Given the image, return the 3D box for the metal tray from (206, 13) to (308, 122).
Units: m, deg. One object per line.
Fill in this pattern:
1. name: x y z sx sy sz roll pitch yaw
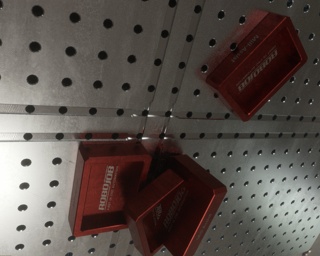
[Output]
1. metal tray: 0.138 -0.082 0.435 0.130 0.030 0.090 -46 130 4

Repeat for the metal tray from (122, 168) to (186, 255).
1. metal tray: -0.002 0.130 0.459 0.091 0.030 0.129 -35 142 -25

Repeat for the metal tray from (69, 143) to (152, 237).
1. metal tray: -0.070 0.085 0.423 0.091 0.030 0.129 0 119 -29

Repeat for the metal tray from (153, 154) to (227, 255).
1. metal tray: 0.033 0.116 0.457 0.030 0.090 0.129 -1 120 -45
